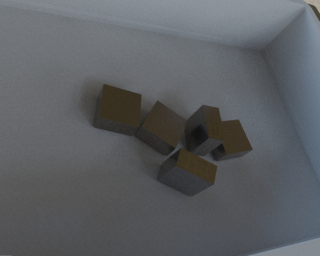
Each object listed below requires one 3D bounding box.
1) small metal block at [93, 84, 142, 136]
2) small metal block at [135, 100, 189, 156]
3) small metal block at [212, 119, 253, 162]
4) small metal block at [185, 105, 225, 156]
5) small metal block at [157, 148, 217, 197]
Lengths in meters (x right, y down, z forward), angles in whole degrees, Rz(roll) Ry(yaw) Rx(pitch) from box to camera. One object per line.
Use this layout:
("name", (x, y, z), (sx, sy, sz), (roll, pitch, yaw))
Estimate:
("small metal block", (-0.052, -0.022, 0.389), (0.050, 0.025, 0.050), (14, 56, -21))
("small metal block", (0.003, 0.000, 0.405), (0.050, 0.025, 0.050), (34, 51, -7))
("small metal block", (0.098, 0.017, 0.447), (0.050, 0.025, 0.050), (-6, 65, -31))
("small metal block", (0.059, 0.004, 0.418), (0.025, 0.050, 0.050), (10, 58, -24))
("small metal block", (0.032, 0.054, 0.372), (0.050, 0.050, 0.025), (27, 53, -12))
